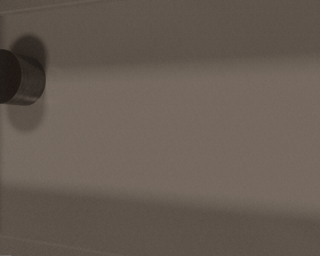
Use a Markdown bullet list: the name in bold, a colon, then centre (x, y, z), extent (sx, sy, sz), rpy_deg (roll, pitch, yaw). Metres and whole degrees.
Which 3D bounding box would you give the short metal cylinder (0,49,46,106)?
- **short metal cylinder**: centre (-0.225, -0.075, 0.475), extent (0.080, 0.050, 0.079), rpy_deg (0, 90, 19)
